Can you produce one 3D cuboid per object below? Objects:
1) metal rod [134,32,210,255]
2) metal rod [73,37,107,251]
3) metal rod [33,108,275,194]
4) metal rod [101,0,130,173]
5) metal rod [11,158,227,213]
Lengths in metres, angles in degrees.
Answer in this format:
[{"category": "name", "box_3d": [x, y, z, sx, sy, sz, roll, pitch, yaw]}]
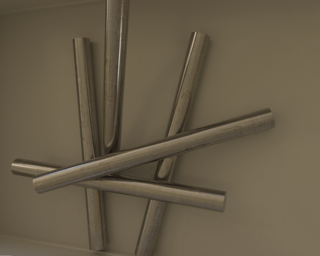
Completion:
[{"category": "metal rod", "box_3d": [0.015, 0.027, 0.404, 0.025, 0.025, 0.298, 16, 95, 19]}, {"category": "metal rod", "box_3d": [-0.101, 0.021, 0.444, 0.025, 0.025, 0.298, -6, 88, 19]}, {"category": "metal rod", "box_3d": [-0.013, 0.030, 0.381, 0.301, 0.025, 0.025, -16, 85, 7]}, {"category": "metal rod", "box_3d": [-0.054, -0.060, 0.364, 0.025, 0.025, 0.298, 18, 121, 18]}, {"category": "metal rod", "box_3d": [-0.067, 0.071, 0.405, 0.301, 0.025, 0.025, 6, 92, 19]}]
